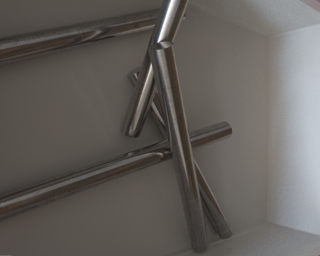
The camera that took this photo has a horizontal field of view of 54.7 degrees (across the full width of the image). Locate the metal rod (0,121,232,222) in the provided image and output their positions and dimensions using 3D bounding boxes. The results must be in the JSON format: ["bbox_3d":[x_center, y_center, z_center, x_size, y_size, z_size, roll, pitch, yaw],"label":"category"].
[{"bbox_3d":[-0.029,0.039,0.362,0.303,0.025,0.025,-16,101,-32],"label":"metal rod"}]

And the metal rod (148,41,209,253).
[{"bbox_3d":[0.030,0.045,0.376,0.025,0.025,0.298,-36,128,-34],"label":"metal rod"}]

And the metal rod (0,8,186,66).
[{"bbox_3d":[-0.081,-0.103,0.339,0.302,0.025,0.025,-27,107,-37],"label":"metal rod"}]

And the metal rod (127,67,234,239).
[{"bbox_3d":[0.039,0.049,0.441,0.025,0.025,0.299,-44,117,-31],"label":"metal rod"}]

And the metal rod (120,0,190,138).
[{"bbox_3d":[0.013,-0.119,0.315,0.025,0.025,0.298,-3,126,-40],"label":"metal rod"}]
